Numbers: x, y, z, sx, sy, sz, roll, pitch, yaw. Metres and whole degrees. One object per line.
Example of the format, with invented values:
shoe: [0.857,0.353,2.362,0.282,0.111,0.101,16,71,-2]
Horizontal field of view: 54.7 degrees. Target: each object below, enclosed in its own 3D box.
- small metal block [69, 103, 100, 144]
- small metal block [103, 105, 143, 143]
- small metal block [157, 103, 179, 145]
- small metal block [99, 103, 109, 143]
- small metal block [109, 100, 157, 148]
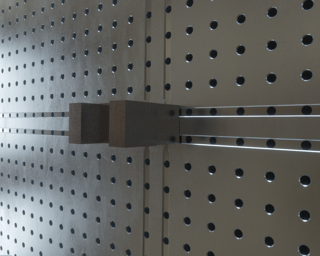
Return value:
small metal block: [-0.088,-0.006,0.397,0.025,0.050,0.050,1,90,40]
small metal block: [-0.051,-0.005,0.432,0.025,0.050,0.050,1,91,40]
small metal block: [-0.001,-0.005,0.391,0.025,0.050,0.050,-1,90,40]
small metal block: [-0.050,-0.006,0.384,0.050,0.025,0.050,1,91,39]
small metal block: [-0.029,-0.004,0.348,0.025,0.050,0.050,1,90,40]
